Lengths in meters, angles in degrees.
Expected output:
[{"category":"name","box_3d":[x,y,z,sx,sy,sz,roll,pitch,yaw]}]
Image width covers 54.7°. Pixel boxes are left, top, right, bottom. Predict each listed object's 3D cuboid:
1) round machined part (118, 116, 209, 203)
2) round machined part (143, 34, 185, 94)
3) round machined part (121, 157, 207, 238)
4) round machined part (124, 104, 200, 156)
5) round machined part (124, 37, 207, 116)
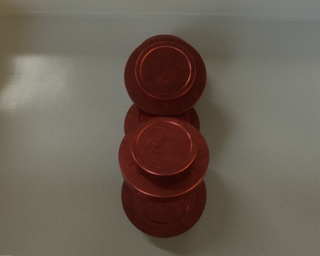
[{"category":"round machined part","box_3d":[0.004,0.027,0.335,0.099,0.042,0.098,0,59,0]},{"category":"round machined part","box_3d":[0.006,-0.089,0.420,0.099,0.042,0.098,0,54,0]},{"category":"round machined part","box_3d":[0.004,0.077,0.356,0.099,0.042,0.097,0,85,0]},{"category":"round machined part","box_3d":[0.003,-0.004,0.401,0.099,0.042,0.098,0,69,0]},{"category":"round machined part","box_3d":[0.006,-0.062,0.367,0.099,0.042,0.097,0,82,0]}]
